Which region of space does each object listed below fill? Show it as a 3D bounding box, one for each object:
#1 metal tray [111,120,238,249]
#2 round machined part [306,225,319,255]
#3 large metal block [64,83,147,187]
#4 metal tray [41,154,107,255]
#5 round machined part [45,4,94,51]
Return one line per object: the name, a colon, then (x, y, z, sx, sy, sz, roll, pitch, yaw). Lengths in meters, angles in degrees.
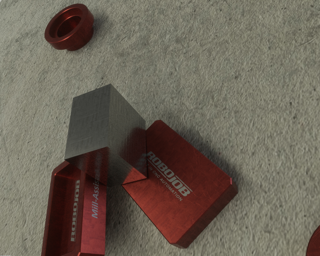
metal tray: (0.011, 0.059, 0.358, 0.090, 0.030, 0.130, -46, 52, -5)
round machined part: (0.166, 0.110, 0.238, 0.098, 0.042, 0.098, -13, 56, 20)
large metal block: (-0.057, 0.011, 0.351, 0.050, 0.080, 0.080, -17, 53, 19)
metal tray: (-0.102, 0.097, 0.371, 0.090, 0.030, 0.130, -33, 47, 36)
round machined part: (-0.167, -0.187, 0.593, 0.098, 0.042, 0.098, -13, 56, 20)
